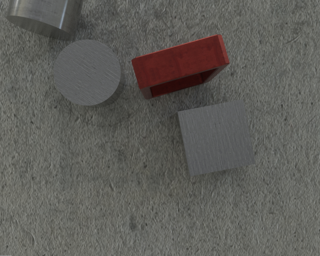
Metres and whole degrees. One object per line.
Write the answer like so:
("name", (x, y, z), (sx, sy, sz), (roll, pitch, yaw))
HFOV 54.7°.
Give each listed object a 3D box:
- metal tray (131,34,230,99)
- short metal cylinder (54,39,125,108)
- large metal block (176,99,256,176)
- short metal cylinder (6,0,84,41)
("metal tray", (0.020, -0.064, 0.358), (0.090, 0.130, 0.030), (-16, 90, 0))
("short metal cylinder", (-0.087, -0.067, 0.397), (0.081, 0.050, 0.080), (0, 90, 0))
("large metal block", (0.068, 0.012, 0.398), (0.080, 0.050, 0.080), (-11, 90, 0))
("short metal cylinder", (-0.140, -0.146, 0.381), (0.080, 0.080, 0.050), (13, 90, 0))
